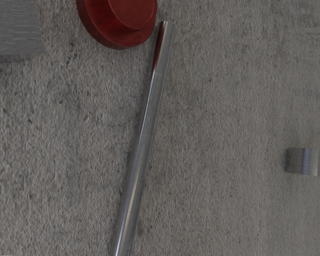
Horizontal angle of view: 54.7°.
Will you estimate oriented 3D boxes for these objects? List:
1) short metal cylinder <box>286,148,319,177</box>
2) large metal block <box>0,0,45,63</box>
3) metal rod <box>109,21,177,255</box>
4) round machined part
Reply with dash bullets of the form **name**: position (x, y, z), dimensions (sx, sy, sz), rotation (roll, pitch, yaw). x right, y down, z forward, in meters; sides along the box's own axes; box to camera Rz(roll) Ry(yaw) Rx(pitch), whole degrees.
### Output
- **short metal cylinder**: position (0.296, 0.069, 0.618), dimensions (0.081, 0.080, 0.050), rotation (12, 82, -40)
- **large metal block**: position (-0.154, -0.097, 0.259), dimensions (0.081, 0.050, 0.079), rotation (-15, 100, -39)
- **metal rod**: position (-0.019, 0.009, 0.388), dimensions (0.025, 0.025, 0.299), rotation (19, 78, -39)
- **round machined part**: position (-0.042, -0.144, 0.358), dimensions (0.099, 0.042, 0.097), rotation (0, 90, -40)
